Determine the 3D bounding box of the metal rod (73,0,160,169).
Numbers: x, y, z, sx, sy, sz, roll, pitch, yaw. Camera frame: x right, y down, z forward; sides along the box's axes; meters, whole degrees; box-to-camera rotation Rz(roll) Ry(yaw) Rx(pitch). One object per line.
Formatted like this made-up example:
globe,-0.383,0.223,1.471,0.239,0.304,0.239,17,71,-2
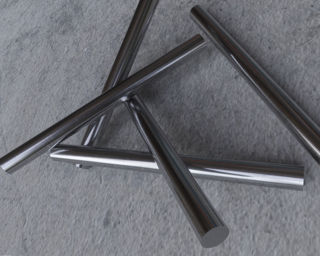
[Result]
metal rod,-0.052,-0.085,0.428,0.025,0.025,0.299,23,90,36

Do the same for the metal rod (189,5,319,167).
metal rod,0.111,-0.075,0.390,0.025,0.025,0.300,-32,52,7

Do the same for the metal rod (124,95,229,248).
metal rod,-0.009,0.008,0.360,0.025,0.025,0.300,-37,38,3

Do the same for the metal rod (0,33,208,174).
metal rod,-0.070,-0.033,0.403,0.301,0.025,0.025,-33,51,-3

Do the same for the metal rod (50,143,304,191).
metal rod,0.000,0.041,0.358,0.301,0.025,0.025,3,63,22
